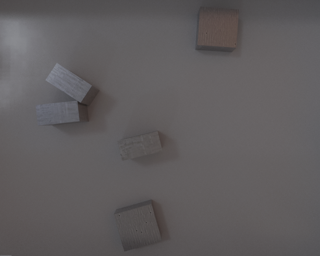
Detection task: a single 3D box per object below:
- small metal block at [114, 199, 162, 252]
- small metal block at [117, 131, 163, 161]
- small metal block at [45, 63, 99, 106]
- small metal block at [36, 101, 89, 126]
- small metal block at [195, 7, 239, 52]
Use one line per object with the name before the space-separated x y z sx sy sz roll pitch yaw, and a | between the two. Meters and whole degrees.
small metal block | -0.029 0.129 0.411 0.050 0.025 0.050 -16 90 -1
small metal block | -0.024 0.022 0.399 0.050 0.050 0.025 -14 90 0
small metal block | -0.110 -0.054 0.397 0.050 0.050 0.025 33 90 -1
small metal block | -0.123 -0.018 0.397 0.050 0.050 0.025 -6 90 0
small metal block | 0.075 -0.130 0.412 0.050 0.025 0.050 4 90 -1
